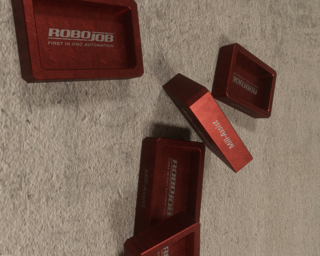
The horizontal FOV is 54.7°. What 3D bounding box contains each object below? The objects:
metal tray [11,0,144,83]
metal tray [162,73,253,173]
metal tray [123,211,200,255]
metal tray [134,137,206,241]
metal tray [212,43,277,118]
[{"bbox_3d":[-0.081,-0.097,0.334,0.131,0.030,0.089,-10,97,-40],"label":"metal tray"},{"bbox_3d":[0.063,-0.007,0.415,0.030,0.090,0.130,-40,118,-1],"label":"metal tray"},{"bbox_3d":[0.006,0.178,0.381,0.091,0.030,0.129,-17,116,-33],"label":"metal tray"},{"bbox_3d":[0.016,0.080,0.416,0.091,0.030,0.129,8,85,-40],"label":"metal tray"},{"bbox_3d":[0.147,-0.076,0.527,0.131,0.030,0.090,19,78,-39],"label":"metal tray"}]
